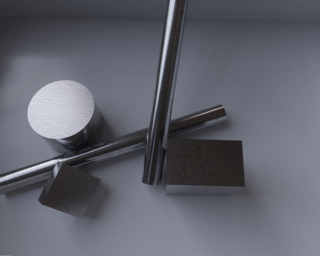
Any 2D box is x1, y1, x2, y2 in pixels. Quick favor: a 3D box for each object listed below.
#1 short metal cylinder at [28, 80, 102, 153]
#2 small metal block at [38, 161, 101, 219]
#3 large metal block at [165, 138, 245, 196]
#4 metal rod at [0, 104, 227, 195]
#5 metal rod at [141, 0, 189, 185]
[{"bbox_3d":[-0.119,-0.014,0.397,0.081,0.050,0.080,0,66,1],"label":"short metal cylinder"},{"bbox_3d":[-0.107,0.073,0.367,0.050,0.025,0.050,31,74,-27],"label":"small metal block"},{"bbox_3d":[0.047,0.049,0.363,0.081,0.080,0.050,2,70,0],"label":"large metal block"},{"bbox_3d":[-0.058,0.025,0.399,0.302,0.025,0.025,-18,71,-7],"label":"metal rod"},{"bbox_3d":[0.011,-0.079,0.373,0.025,0.025,0.298,9,94,3],"label":"metal rod"}]
